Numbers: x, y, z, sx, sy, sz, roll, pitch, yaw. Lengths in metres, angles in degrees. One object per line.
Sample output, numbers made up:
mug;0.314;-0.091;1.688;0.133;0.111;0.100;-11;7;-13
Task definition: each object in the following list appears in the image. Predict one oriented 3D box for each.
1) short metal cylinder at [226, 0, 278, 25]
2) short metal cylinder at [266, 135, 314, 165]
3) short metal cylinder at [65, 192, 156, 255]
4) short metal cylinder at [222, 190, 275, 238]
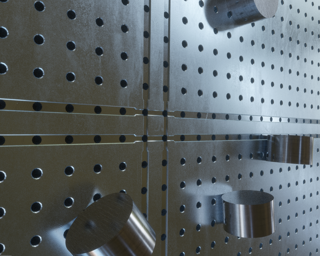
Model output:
short metal cylinder;0.158;-0.222;0.528;0.081;0.050;0.079;0;90;-40
short metal cylinder;0.243;0.040;0.581;0.081;0.080;0.050;7;86;-40
short metal cylinder;-0.052;0.116;0.332;0.080;0.080;0.050;-45;117;-31
short metal cylinder;0.141;0.135;0.495;0.081;0.080;0.050;-7;95;-40
